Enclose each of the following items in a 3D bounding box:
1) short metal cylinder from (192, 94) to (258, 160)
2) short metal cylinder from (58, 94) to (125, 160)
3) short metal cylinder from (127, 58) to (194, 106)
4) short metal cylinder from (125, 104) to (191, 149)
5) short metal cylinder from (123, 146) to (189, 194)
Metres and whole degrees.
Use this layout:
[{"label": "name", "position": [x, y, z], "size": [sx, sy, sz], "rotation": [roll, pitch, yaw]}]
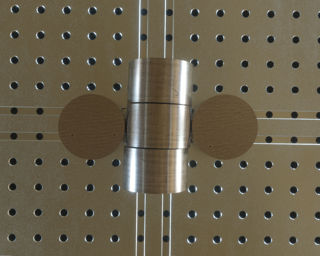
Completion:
[{"label": "short metal cylinder", "position": [0.079, -0.001, 0.401], "size": [0.081, 0.050, 0.079], "rotation": [0, 90, -1]}, {"label": "short metal cylinder", "position": [-0.083, -0.001, 0.399], "size": [0.081, 0.050, 0.079], "rotation": [0, 90, -1]}, {"label": "short metal cylinder", "position": [0.001, -0.054, 0.385], "size": [0.081, 0.080, 0.050], "rotation": [3, 90, -1]}, {"label": "short metal cylinder", "position": [-0.002, -0.002, 0.385], "size": [0.081, 0.080, 0.050], "rotation": [2, 90, -1]}, {"label": "short metal cylinder", "position": [-0.005, 0.049, 0.385], "size": [0.081, 0.080, 0.050], "rotation": [1, 90, -1]}]
